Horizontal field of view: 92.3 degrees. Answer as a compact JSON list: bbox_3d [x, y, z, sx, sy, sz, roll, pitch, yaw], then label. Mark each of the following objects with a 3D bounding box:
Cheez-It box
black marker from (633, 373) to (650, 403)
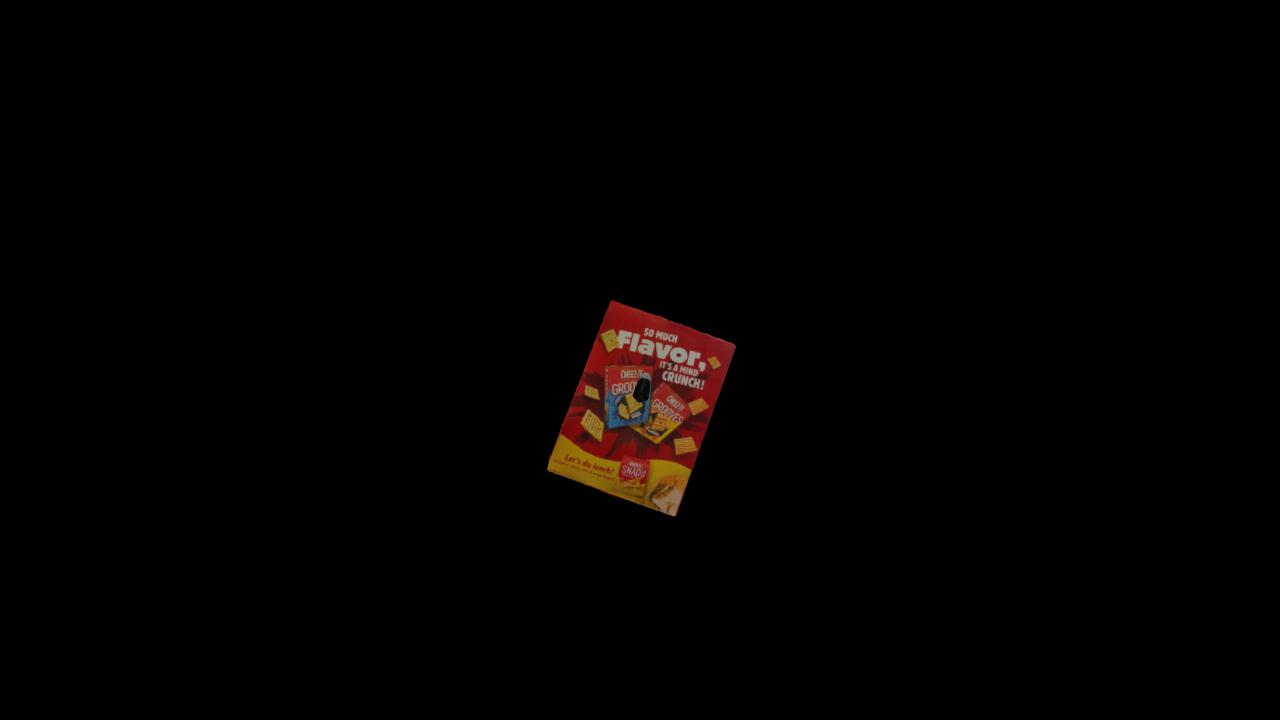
[{"bbox_3d":[0.002,0.058,0.761,0.166,0.223,0.071,20,-6,1],"label":"Cheez-It box"},{"bbox_3d":[0.012,0.002,0.754,0.020,0.121,0.020,9,-40,7],"label":"black marker"}]
